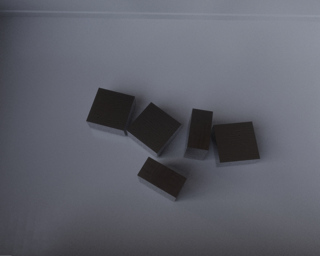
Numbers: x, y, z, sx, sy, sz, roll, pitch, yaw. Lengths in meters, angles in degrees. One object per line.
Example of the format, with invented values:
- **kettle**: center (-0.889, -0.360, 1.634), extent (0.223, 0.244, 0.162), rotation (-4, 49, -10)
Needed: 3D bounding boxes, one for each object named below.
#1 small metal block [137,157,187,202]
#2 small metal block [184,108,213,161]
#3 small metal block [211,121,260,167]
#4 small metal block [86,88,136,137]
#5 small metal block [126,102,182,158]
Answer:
- **small metal block**: center (0.002, 0.063, 0.371), extent (0.050, 0.050, 0.025), rotation (29, 74, 9)
- **small metal block**: center (0.048, 0.009, 0.392), extent (0.025, 0.050, 0.050), rotation (9, 70, 2)
- **small metal block**: center (0.096, 0.021, 0.401), extent (0.050, 0.025, 0.050), rotation (-5, 70, -3)
- **small metal block**: center (-0.064, -0.021, 0.414), extent (0.050, 0.025, 0.050), rotation (14, 71, 5)
- **small metal block**: center (-0.008, 0.003, 0.406), extent (0.050, 0.025, 0.050), rotation (37, 74, 12)
